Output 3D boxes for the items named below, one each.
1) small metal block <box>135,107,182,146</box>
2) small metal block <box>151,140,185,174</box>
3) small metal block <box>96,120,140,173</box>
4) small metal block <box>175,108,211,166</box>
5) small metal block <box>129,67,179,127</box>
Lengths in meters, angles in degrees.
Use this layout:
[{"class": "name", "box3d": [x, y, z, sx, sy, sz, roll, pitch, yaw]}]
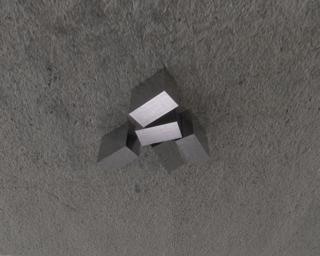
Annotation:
[{"class": "small metal block", "box3d": [-0.001, -0.008, 0.383, 0.050, 0.050, 0.025, -13, 128, 10]}, {"class": "small metal block", "box3d": [0.003, 0.023, 0.407, 0.025, 0.050, 0.050, -32, 127, -3]}, {"class": "small metal block", "box3d": [-0.054, 0.025, 0.411, 0.050, 0.050, 0.025, -30, 124, 23]}, {"class": "small metal block", "box3d": [0.041, 0.012, 0.401, 0.025, 0.050, 0.050, -23, 127, 18]}, {"class": "small metal block", "box3d": [-0.007, -0.036, 0.360, 0.050, 0.050, 0.025, -31, 124, 23]}]
